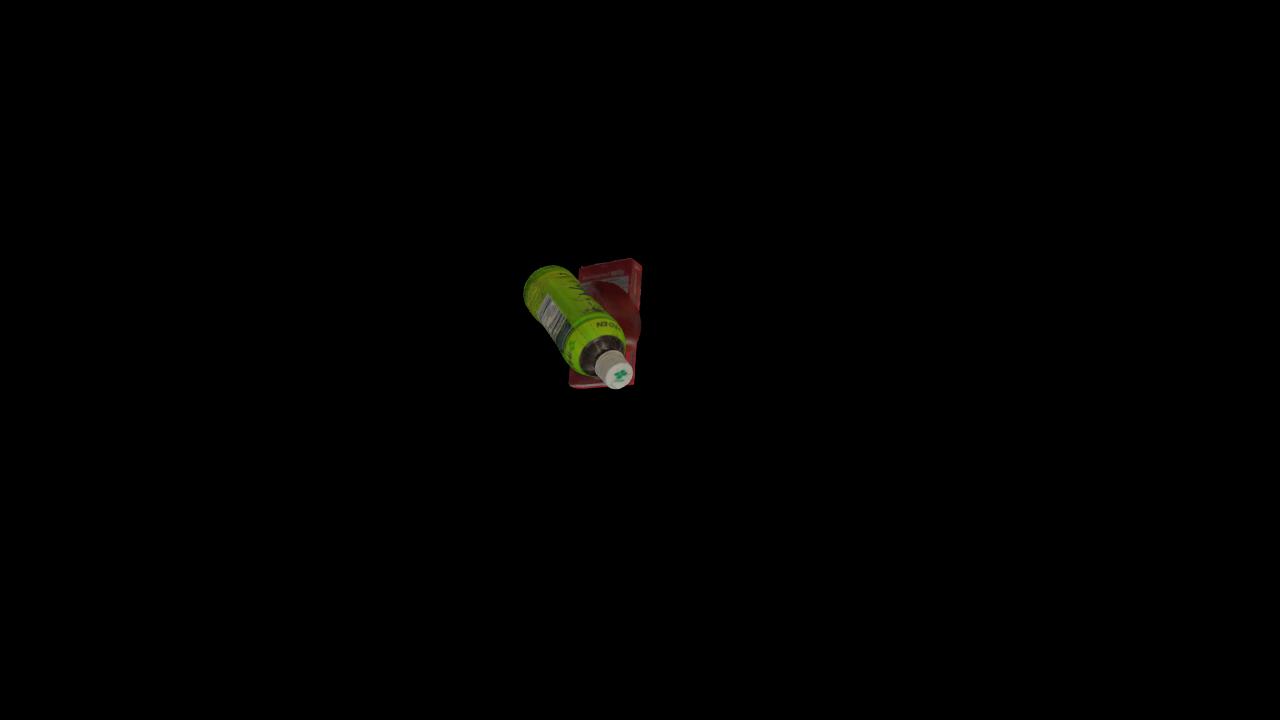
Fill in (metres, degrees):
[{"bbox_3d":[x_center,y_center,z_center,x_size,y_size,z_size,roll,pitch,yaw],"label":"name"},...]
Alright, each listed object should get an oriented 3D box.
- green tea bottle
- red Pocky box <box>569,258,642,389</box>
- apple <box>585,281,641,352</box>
[{"bbox_3d":[-0.066,-0.034,0.672,0.073,0.073,0.212,0,31,-29],"label":"green tea bottle"},{"bbox_3d":[-0.041,-0.043,0.748,0.083,0.155,0.028,-5,-17,32],"label":"red Pocky box"},{"bbox_3d":[-0.038,-0.044,0.712,0.079,0.093,0.079,-14,-21,-5],"label":"apple"}]
